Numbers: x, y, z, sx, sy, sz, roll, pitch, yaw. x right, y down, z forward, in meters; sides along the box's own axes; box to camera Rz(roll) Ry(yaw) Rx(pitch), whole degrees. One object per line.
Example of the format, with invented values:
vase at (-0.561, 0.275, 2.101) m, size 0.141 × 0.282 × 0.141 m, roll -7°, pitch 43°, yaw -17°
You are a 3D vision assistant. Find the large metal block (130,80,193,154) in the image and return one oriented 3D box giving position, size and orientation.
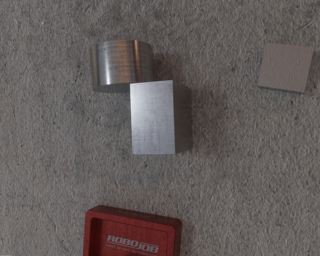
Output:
large metal block at (0.005, -0.011, 0.378) m, size 0.050 × 0.080 × 0.080 m, roll -2°, pitch 89°, yaw 20°

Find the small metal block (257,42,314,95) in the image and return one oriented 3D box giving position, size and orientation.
small metal block at (0.144, -0.068, 0.358) m, size 0.050 × 0.025 × 0.050 m, roll 12°, pitch 94°, yaw 19°

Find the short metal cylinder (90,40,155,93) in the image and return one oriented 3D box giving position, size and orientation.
short metal cylinder at (-0.047, -0.076, 0.396) m, size 0.080 × 0.080 × 0.050 m, roll -5°, pitch 89°, yaw 20°

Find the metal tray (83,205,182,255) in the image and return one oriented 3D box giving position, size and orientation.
metal tray at (-0.039, 0.161, 0.420) m, size 0.130 × 0.030 × 0.089 m, roll 5°, pitch 92°, yaw 19°
